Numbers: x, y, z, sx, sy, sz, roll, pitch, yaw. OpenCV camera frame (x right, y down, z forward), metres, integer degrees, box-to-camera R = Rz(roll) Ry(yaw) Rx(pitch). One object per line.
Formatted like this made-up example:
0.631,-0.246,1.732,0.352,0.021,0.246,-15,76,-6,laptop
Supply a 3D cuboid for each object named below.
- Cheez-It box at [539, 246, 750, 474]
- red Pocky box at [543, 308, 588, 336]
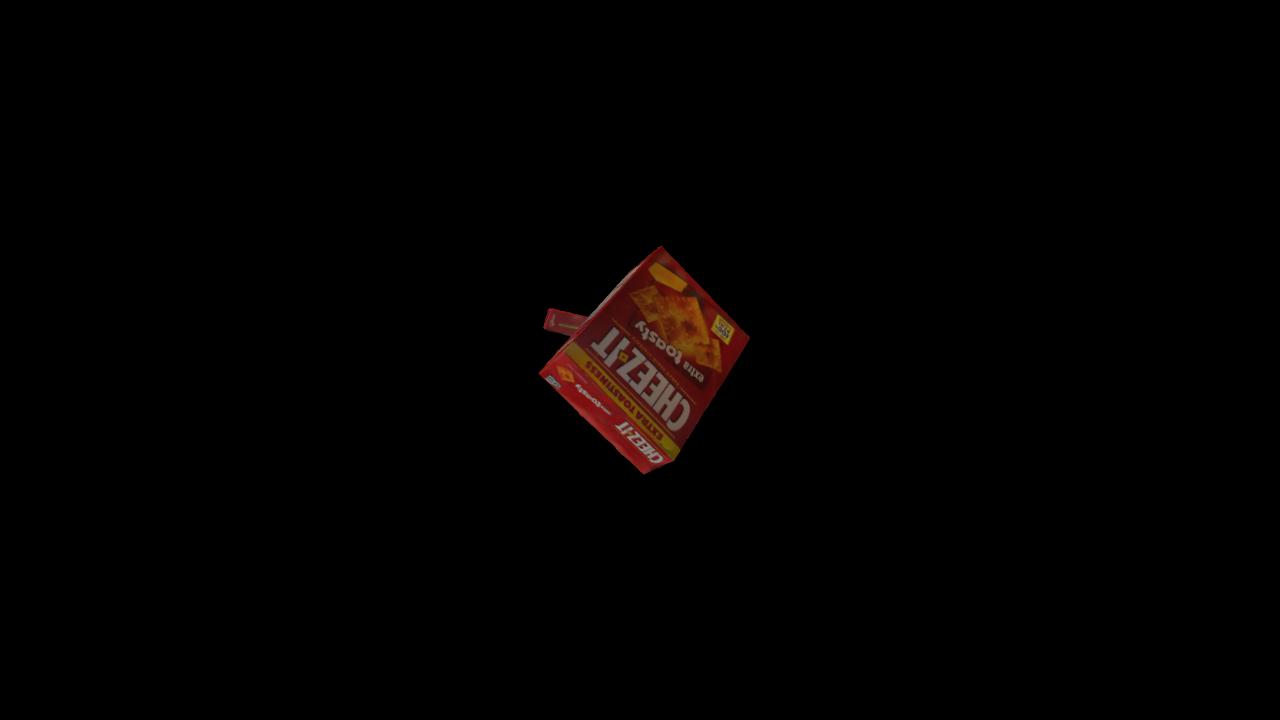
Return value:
0.014,-0.007,0.711,0.071,0.166,0.223,-35,13,50,Cheez-It box
-0.034,-0.031,0.743,0.155,0.028,0.083,14,3,-1,red Pocky box
